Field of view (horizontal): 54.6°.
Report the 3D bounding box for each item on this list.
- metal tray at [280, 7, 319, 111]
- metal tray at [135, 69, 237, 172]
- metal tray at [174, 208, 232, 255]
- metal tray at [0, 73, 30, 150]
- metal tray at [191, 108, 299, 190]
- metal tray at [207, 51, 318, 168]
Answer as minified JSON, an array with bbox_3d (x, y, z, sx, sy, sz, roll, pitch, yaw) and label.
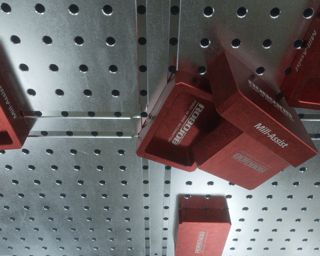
[{"bbox_3d":[0.204,-0.078,0.342,0.091,0.030,0.129,6,130,-6],"label":"metal tray"},{"bbox_3d":[0.033,-0.003,0.405,0.090,0.030,0.129,19,128,-16],"label":"metal tray"},{"bbox_3d":[0.076,0.201,0.580,0.091,0.030,0.129,1,130,-1],"label":"metal tray"},{"bbox_3d":[-0.231,-0.027,0.382,0.090,0.030,0.129,-5,130,3],"label":"metal tray"},{"bbox_3d":[0.117,0.034,0.413,0.131,0.030,0.090,26,122,-39],"label":"metal tray"},{"bbox_3d":[0.114,-0.021,0.351,0.130,0.090,0.030,32,123,-24],"label":"metal tray"}]
